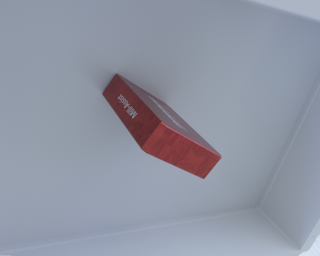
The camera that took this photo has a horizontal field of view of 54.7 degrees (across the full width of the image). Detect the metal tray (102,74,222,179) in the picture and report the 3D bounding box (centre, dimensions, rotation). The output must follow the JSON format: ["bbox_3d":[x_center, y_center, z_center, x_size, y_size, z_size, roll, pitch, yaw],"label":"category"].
[{"bbox_3d":[-0.002,-0.005,0.338,0.090,0.130,0.030,29,102,-38],"label":"metal tray"}]
